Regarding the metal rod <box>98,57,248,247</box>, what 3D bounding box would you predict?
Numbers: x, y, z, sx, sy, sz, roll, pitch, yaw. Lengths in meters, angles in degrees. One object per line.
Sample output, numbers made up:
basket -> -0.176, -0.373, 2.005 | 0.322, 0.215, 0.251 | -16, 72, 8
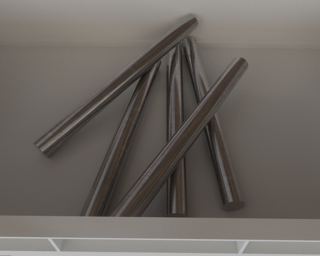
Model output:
metal rod -> 0.034, 0.005, 0.367 | 0.025, 0.025, 0.301 | 26, 55, 20

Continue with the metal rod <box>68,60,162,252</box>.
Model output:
metal rod -> -0.044, 0.006, 0.399 | 0.025, 0.025, 0.300 | 10, 51, 8

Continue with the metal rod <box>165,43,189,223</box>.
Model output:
metal rod -> 0.021, -0.020, 0.421 | 0.025, 0.025, 0.300 | 1, 50, 1

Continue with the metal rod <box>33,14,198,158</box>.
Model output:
metal rod -> -0.048, -0.071, 0.437 | 0.025, 0.025, 0.301 | 34, 66, 25

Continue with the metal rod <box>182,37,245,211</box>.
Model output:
metal rod -> 0.064, -0.030, 0.430 | 0.025, 0.025, 0.300 | -4, 50, -4
